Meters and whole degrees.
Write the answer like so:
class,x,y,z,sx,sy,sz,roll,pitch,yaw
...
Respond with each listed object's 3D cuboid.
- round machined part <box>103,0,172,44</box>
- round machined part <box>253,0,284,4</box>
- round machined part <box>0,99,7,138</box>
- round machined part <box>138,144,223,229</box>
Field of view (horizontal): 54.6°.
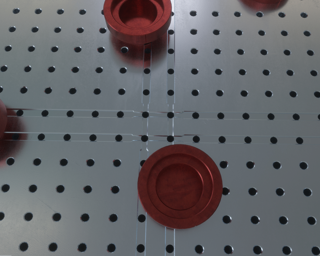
class,x,y,z,sx,sy,sz,roll,pitch,yaw
round machined part,-0.032,-0.166,0.463,0.099,0.042,0.098,0,70,0
round machined part,0.175,-0.253,0.496,0.099,0.042,0.098,0,70,0
round machined part,-0.248,-0.006,0.404,0.099,0.042,0.098,0,70,0
round machined part,0.023,0.072,0.377,0.099,0.042,0.098,0,70,0
